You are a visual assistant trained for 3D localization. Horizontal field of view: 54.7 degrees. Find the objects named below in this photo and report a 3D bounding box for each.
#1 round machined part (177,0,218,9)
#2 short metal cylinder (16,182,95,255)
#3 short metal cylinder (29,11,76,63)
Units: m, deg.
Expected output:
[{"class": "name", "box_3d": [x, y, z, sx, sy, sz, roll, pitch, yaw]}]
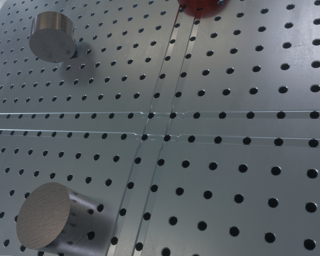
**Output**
[{"class": "round machined part", "box_3d": [0.067, -0.250, 0.516, 0.098, 0.042, 0.098, -13, 56, 21]}, {"class": "short metal cylinder", "box_3d": [-0.130, 0.115, 0.390, 0.080, 0.050, 0.080, -13, 56, 21]}, {"class": "short metal cylinder", "box_3d": [-0.201, -0.170, 0.583, 0.080, 0.080, 0.050, -22, 54, 15]}]
